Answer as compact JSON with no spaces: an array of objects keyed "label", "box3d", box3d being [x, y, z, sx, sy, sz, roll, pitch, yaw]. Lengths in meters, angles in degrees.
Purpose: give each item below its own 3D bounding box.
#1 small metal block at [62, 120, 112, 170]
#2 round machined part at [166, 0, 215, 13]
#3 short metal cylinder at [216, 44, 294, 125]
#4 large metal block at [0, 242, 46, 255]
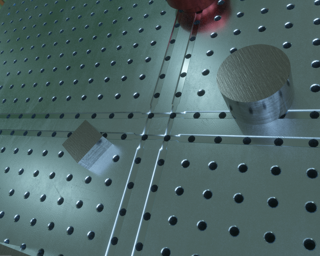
[{"label":"small metal block","box3d":[-0.106,0.024,0.450,0.050,0.025,0.050,-48,51,-6]},{"label":"round machined part","box3d":[0.056,-0.230,0.509,0.098,0.042,0.098,-13,56,21]},{"label":"short metal cylinder","box3d":[0.113,-0.051,0.364,0.080,0.050,0.080,-13,56,21]},{"label":"large metal block","box3d":[-0.176,0.189,0.369,0.080,0.050,0.080,4,63,30]}]
